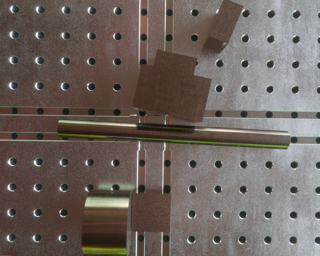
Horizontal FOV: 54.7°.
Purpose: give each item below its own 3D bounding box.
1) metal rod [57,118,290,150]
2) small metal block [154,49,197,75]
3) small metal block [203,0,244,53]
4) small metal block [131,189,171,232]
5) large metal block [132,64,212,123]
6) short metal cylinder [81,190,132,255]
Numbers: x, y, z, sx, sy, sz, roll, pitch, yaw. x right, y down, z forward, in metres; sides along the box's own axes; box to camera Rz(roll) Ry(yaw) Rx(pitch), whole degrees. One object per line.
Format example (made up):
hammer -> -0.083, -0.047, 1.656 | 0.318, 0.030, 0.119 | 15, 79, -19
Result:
metal rod -> 0.019, 0.008, 0.413 | 0.302, 0.025, 0.025 | 3, 90, -1
small metal block -> 0.018, -0.078, 0.401 | 0.050, 0.050, 0.025 | 12, 90, -1
small metal block -> 0.081, -0.130, 0.402 | 0.025, 0.050, 0.050 | 22, 90, 0
small metal block -> -0.011, 0.110, 0.413 | 0.050, 0.025, 0.050 | 2, 90, -1
large metal block -> 0.013, -0.039, 0.386 | 0.080, 0.080, 0.050 | 12, 90, -1
short metal cylinder -> -0.063, 0.118, 0.385 | 0.050, 0.080, 0.079 | 2, 90, 0
